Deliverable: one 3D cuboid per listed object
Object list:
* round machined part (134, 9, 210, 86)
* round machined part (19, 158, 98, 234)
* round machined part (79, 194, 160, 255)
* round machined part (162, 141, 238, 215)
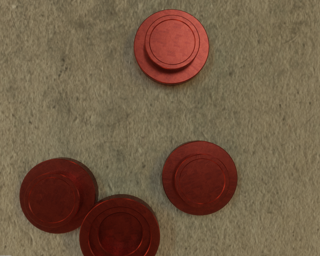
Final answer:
[{"bbox_3d":[0.015,-0.106,0.402,0.099,0.042,0.097,0,90,-1],"label":"round machined part"},{"bbox_3d":[-0.133,0.089,0.400,0.099,0.042,0.097,0,90,-1],"label":"round machined part"},{"bbox_3d":[-0.050,0.133,0.399,0.099,0.042,0.097,0,92,-3],"label":"round machined part"},{"bbox_3d":[0.052,0.065,0.402,0.099,0.042,0.097,0,90,-1],"label":"round machined part"}]
